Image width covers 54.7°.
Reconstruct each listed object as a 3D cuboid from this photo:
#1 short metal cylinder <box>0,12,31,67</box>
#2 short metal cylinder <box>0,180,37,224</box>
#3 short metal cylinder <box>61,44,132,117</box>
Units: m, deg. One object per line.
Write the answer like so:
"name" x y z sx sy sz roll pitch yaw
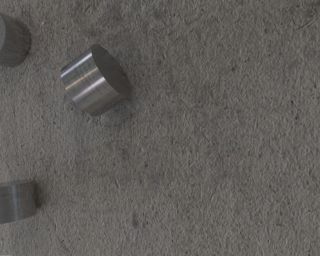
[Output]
"short metal cylinder" -0.253 -0.139 0.485 0.080 0.050 0.080 0 90 20
"short metal cylinder" -0.228 0.108 0.460 0.080 0.080 0.050 -7 88 20
"short metal cylinder" -0.082 -0.062 0.409 0.050 0.080 0.080 -31 80 17
